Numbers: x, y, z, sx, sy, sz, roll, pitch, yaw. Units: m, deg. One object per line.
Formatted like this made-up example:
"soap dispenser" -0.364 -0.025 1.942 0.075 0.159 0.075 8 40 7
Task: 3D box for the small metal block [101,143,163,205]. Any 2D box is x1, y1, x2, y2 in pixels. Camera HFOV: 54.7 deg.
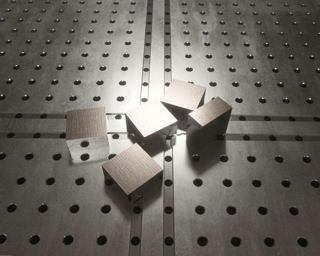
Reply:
"small metal block" -0.032 0.053 0.363 0.050 0.025 0.050 -33 58 -25

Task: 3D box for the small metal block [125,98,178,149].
"small metal block" -0.012 -0.007 0.413 0.050 0.025 0.050 -26 55 -21

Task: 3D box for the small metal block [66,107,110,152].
"small metal block" -0.094 0.001 0.405 0.050 0.025 0.050 -7 50 -6

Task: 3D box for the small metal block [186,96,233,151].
"small metal block" 0.062 -0.005 0.397 0.050 0.050 0.025 -31 57 -24

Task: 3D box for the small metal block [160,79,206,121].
"small metal block" 0.033 -0.039 0.441 0.050 0.025 0.050 17 52 13
